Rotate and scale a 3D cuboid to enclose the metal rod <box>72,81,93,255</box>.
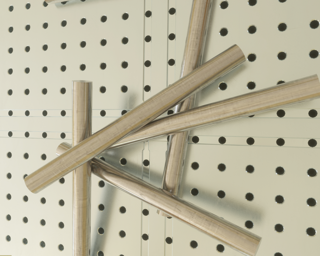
[{"bbox_3d":[-0.106,0.086,0.420,0.025,0.025,0.298,9,104,20],"label":"metal rod"}]

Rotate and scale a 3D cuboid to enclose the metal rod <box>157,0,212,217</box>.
[{"bbox_3d":[0.032,-0.034,0.401,0.025,0.025,0.298,11,94,20],"label":"metal rod"}]

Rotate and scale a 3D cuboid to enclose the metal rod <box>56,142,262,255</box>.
[{"bbox_3d":[-0.021,0.080,0.397,0.300,0.025,0.025,21,97,27],"label":"metal rod"}]

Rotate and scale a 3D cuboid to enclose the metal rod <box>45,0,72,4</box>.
[{"bbox_3d":[-0.030,-0.207,0.423,0.301,0.025,0.025,-2,90,20],"label":"metal rod"}]

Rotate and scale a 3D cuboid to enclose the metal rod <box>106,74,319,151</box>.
[{"bbox_3d":[0.028,-0.008,0.374,0.300,0.025,0.025,-15,85,24],"label":"metal rod"}]

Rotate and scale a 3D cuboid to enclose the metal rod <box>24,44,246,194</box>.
[{"bbox_3d":[-0.032,-0.010,0.377,0.301,0.025,0.025,-32,79,2],"label":"metal rod"}]
